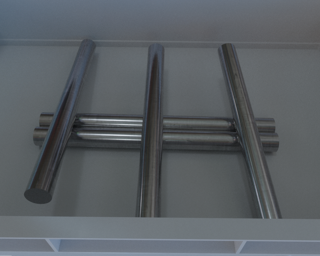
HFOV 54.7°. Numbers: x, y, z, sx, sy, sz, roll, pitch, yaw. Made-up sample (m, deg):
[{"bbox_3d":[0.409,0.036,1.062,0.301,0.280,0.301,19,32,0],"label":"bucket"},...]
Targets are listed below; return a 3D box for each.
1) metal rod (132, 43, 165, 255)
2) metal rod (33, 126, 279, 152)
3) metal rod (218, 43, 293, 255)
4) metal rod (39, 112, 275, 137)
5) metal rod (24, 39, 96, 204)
[{"bbox_3d":[-0.009,-0.003,0.374,0.025,0.025,0.300,1,50,1],"label":"metal rod"},{"bbox_3d":[-0.005,0.014,0.392,0.302,0.025,0.025,1,50,0],"label":"metal rod"},{"bbox_3d":[0.105,0.015,0.363,0.025,0.025,0.299,-3,58,-3],"label":"metal rod"},{"bbox_3d":[-0.004,-0.005,0.408,0.302,0.025,0.025,1,50,0],"label":"metal rod"},{"bbox_3d":[-0.116,-0.036,0.401,0.025,0.025,0.300,0,42,-1],"label":"metal rod"}]
